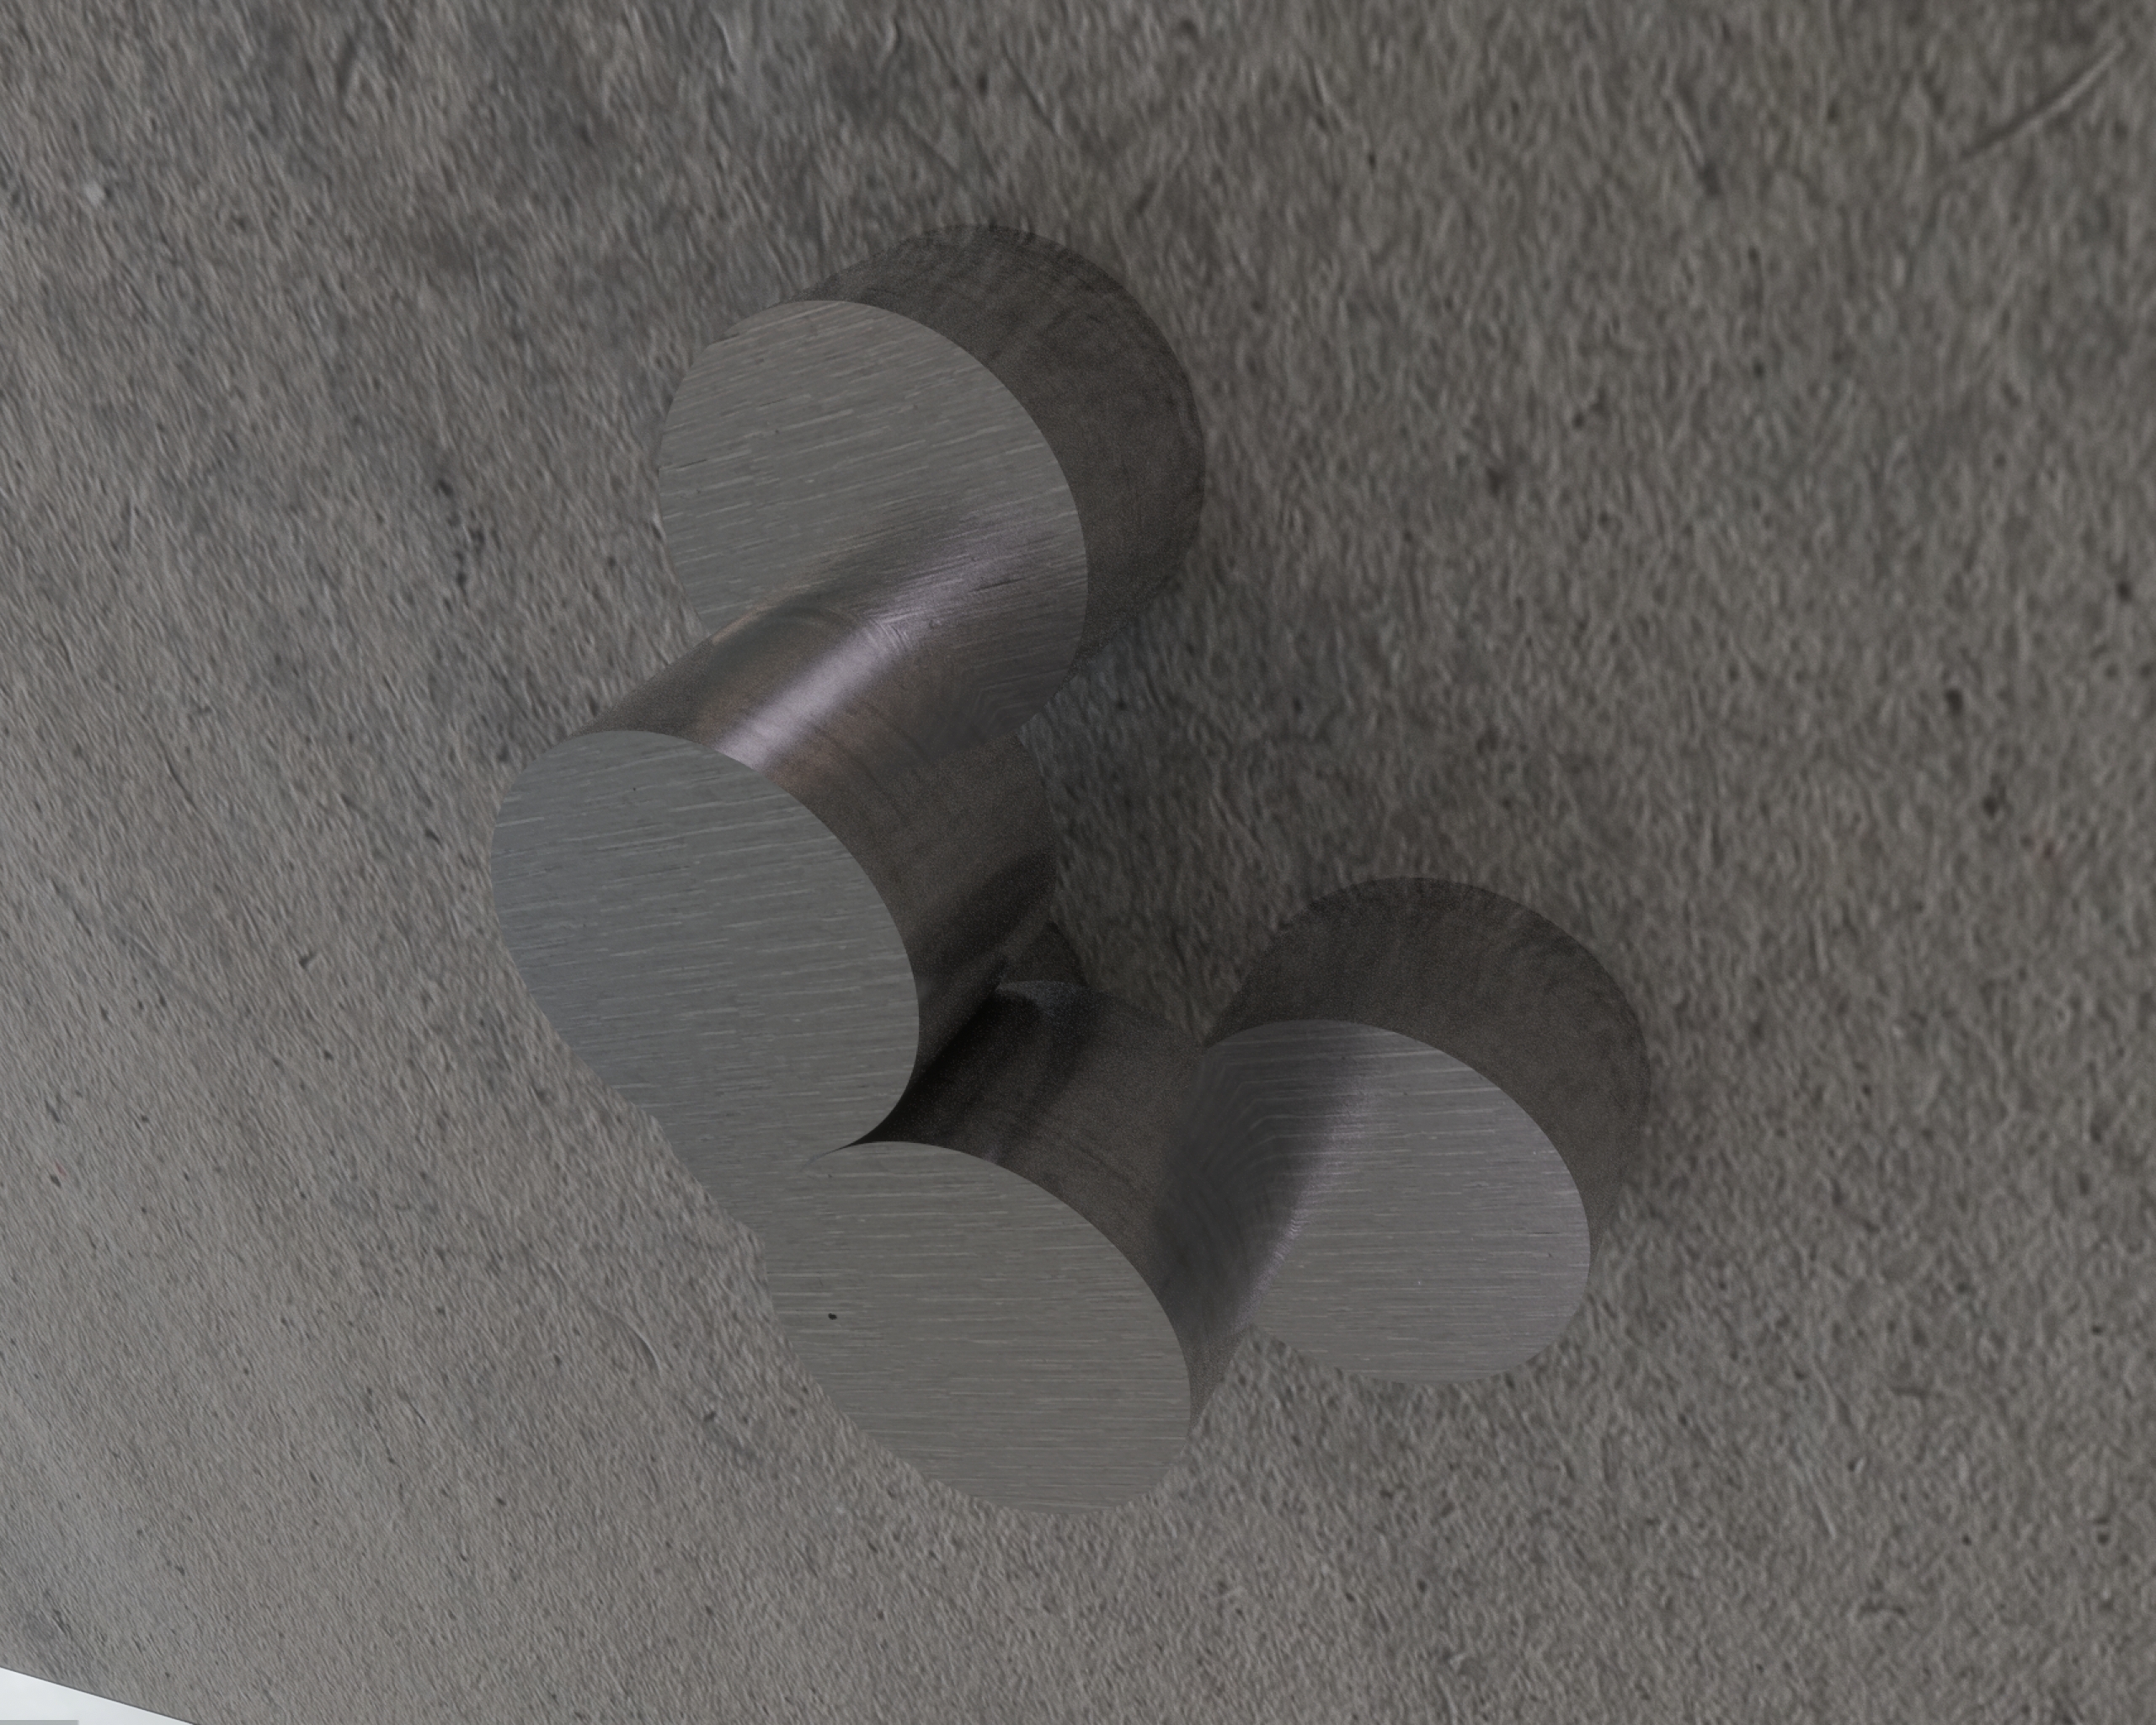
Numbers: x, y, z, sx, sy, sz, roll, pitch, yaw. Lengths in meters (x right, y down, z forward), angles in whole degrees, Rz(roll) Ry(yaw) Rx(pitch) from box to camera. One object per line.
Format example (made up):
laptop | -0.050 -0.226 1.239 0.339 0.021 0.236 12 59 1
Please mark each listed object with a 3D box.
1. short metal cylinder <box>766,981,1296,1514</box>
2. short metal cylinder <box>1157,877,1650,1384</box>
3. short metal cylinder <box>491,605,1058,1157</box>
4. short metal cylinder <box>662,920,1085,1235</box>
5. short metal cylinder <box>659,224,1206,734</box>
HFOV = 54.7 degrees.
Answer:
short metal cylinder | -0.008 0.068 0.372 0.080 0.050 0.079 13 124 21
short metal cylinder | 0.061 0.050 0.389 0.080 0.050 0.079 13 124 21
short metal cylinder | -0.051 0.003 0.354 0.080 0.050 0.079 13 124 21
short metal cylinder | -0.043 0.039 0.438 0.080 0.050 0.079 13 124 21
short metal cylinder | -0.025 -0.065 0.363 0.080 0.050 0.079 13 124 21
